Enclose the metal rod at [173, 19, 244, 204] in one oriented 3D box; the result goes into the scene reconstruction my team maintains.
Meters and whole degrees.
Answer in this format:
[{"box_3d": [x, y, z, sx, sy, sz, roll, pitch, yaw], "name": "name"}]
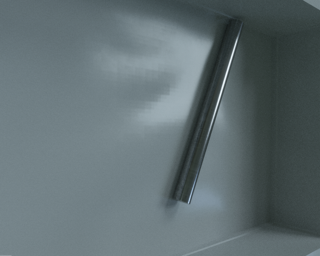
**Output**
[{"box_3d": [0.077, -0.034, 0.469, 0.025, 0.025, 0.299, 31, 71, -36], "name": "metal rod"}]
